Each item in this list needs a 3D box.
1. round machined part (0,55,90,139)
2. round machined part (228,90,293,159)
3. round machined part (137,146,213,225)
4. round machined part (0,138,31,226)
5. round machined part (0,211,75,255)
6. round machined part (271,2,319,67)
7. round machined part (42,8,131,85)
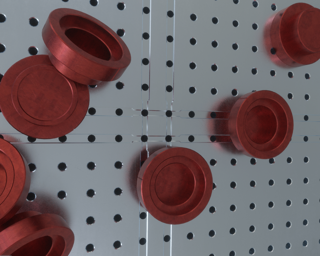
[{"bbox_3d":[-0.131,-0.036,0.355,0.099,0.042,0.097,0,90,-20],"label":"round machined part"},{"bbox_3d":[0.142,-0.005,0.456,0.099,0.042,0.097,0,90,-20],"label":"round machined part"},{"bbox_3d":[0.016,0.073,0.409,0.099,0.042,0.097,0,90,-20],"label":"round machined part"},{"bbox_3d":[-0.186,0.059,0.322,0.099,0.042,0.098,3,66,-7],"label":"round machined part"},{"bbox_3d":[-0.146,0.129,0.332,0.099,0.042,0.097,-32,143,-27],"label":"round machined part"},{"bbox_3d":[0.228,-0.149,0.487,0.099,0.042,0.097,0,90,-20],"label":"round machined part"},{"bbox_3d":[-0.086,-0.087,0.353,0.098,0.098,0.042,31,123,-17],"label":"round machined part"}]
